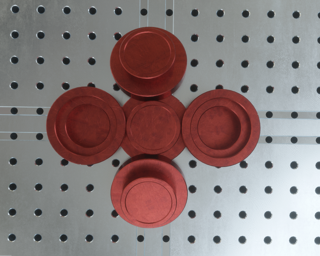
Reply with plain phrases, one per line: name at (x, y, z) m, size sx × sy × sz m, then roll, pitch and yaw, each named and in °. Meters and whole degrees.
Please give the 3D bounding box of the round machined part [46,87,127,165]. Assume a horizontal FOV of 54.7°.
round machined part at (-0.092, -0.003, 0.403) m, size 0.099 × 0.042 × 0.097 m, roll 0°, pitch 90°, yaw -1°

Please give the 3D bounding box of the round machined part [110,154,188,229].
round machined part at (-0.014, 0.085, 0.393) m, size 0.099 × 0.042 × 0.097 m, roll 0°, pitch 105°, yaw 0°

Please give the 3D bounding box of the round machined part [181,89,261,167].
round machined part at (0.076, 0.000, 0.405) m, size 0.099 × 0.042 × 0.097 m, roll 0°, pitch 90°, yaw -1°

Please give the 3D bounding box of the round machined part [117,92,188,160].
round machined part at (-0.008, -0.001, 0.404) m, size 0.099 × 0.042 × 0.097 m, roll 0°, pitch 90°, yaw -1°

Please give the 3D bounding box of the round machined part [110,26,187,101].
round machined part at (-0.015, -0.086, 0.393) m, size 0.099 × 0.042 × 0.098 m, roll 0°, pitch 76°, yaw 1°
